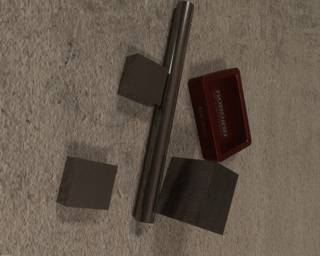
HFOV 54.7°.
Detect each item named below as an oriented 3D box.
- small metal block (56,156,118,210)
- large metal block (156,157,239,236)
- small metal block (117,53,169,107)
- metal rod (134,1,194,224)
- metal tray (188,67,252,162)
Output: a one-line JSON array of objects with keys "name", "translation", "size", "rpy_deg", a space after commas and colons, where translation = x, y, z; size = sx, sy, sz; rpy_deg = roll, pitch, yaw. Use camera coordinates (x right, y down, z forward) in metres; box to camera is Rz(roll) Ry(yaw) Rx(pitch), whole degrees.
[{"name": "small metal block", "translation": [-0.079, 0.061, 0.340], "size": [0.050, 0.025, 0.050], "rpy_deg": [18, 79, -39]}, {"name": "large metal block", "translation": [0.047, 0.087, 0.411], "size": [0.050, 0.080, 0.080], "rpy_deg": [31, 71, -36]}, {"name": "small metal block", "translation": [-0.021, -0.059, 0.389], "size": [0.050, 0.025, 0.050], "rpy_deg": [21, 77, -39]}, {"name": "metal rod", "translation": [0.008, -0.027, 0.413], "size": [0.025, 0.025, 0.299], "rpy_deg": [18, 78, -39]}, {"name": "metal tray", "translation": [0.097, -0.022, 0.485], "size": [0.091, 0.030, 0.129], "rpy_deg": [-21, 104, -38]}]
